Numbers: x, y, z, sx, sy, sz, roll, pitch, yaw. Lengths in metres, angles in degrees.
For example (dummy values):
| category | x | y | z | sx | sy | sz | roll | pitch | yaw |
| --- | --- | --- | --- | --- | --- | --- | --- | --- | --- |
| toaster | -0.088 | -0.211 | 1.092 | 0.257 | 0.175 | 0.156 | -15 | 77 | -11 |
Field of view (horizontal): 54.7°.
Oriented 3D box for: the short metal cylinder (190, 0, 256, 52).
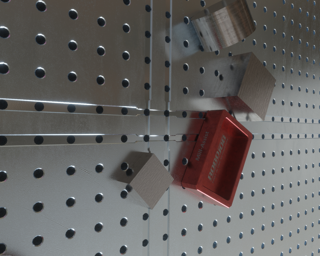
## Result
| category | x | y | z | sx | sy | sz | roll | pitch | yaw |
| --- | --- | --- | --- | --- | --- | --- | --- | --- | --- |
| short metal cylinder | 0.091 | -0.152 | 0.450 | 0.080 | 0.080 | 0.050 | -43 | 116 | -31 |

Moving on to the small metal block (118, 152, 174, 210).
| category | x | y | z | sx | sy | sz | roll | pitch | yaw |
| --- | --- | --- | --- | --- | --- | --- | --- | --- | --- |
| small metal block | -0.017 | 0.067 | 0.395 | 0.050 | 0.025 | 0.050 | -51 | 120 | -28 |

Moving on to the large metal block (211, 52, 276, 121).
| category | x | y | z | sx | sy | sz | roll | pitch | yaw |
| --- | --- | --- | --- | --- | --- | --- | --- | --- | --- |
| large metal block | 0.139 | -0.065 | 0.510 | 0.080 | 0.050 | 0.080 | 34 | 69 | -35 |

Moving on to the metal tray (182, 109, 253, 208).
| category | x | y | z | sx | sy | sz | roll | pitch | yaw |
| --- | --- | --- | --- | --- | --- | --- | --- | --- | --- |
| metal tray | 0.093 | 0.047 | 0.483 | 0.090 | 0.030 | 0.130 | 35 | 68 | -35 |
